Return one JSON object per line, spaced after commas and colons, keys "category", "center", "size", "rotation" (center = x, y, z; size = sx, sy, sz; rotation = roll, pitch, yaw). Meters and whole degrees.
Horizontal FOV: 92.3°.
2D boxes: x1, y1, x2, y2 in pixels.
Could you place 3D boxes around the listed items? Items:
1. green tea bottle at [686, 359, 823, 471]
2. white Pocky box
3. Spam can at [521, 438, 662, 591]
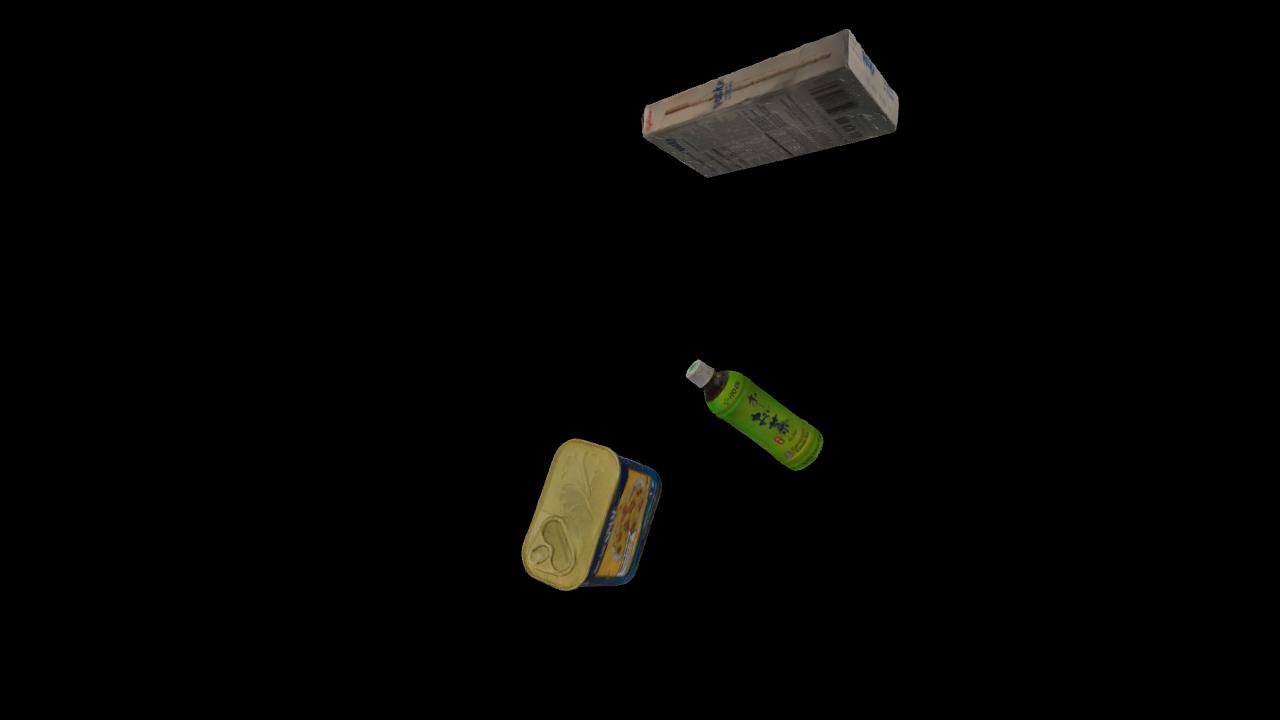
{"category": "green tea bottle", "center": [0.153, 0.071, 0.845], "size": [0.212, 0.073, 0.073], "rotation": [34, -9, -14]}
{"category": "white Pocky box", "center": [0.085, -0.166, 0.422], "size": [0.154, 0.028, 0.084], "rotation": [-1, -9, 41]}
{"category": "Spam can", "center": [-0.031, 0.118, 0.463], "size": [0.058, 0.101, 0.085], "rotation": [13, -11, 29]}
